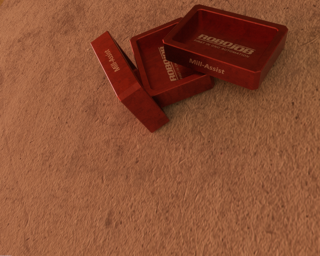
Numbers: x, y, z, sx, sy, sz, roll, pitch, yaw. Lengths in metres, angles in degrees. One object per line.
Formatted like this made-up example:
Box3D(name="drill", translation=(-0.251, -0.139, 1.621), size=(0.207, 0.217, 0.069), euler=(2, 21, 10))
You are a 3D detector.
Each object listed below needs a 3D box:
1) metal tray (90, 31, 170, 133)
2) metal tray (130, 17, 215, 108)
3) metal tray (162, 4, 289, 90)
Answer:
Box3D(name="metal tray", translation=(-0.041, -0.064, 0.422), size=(0.030, 0.090, 0.130), euler=(-35, 51, 6))
Box3D(name="metal tray", translation=(0.014, -0.096, 0.444), size=(0.090, 0.030, 0.130), euler=(-21, 53, 5))
Box3D(name="metal tray", translation=(0.081, -0.107, 0.394), size=(0.130, 0.030, 0.090), euler=(25, 62, 24))
